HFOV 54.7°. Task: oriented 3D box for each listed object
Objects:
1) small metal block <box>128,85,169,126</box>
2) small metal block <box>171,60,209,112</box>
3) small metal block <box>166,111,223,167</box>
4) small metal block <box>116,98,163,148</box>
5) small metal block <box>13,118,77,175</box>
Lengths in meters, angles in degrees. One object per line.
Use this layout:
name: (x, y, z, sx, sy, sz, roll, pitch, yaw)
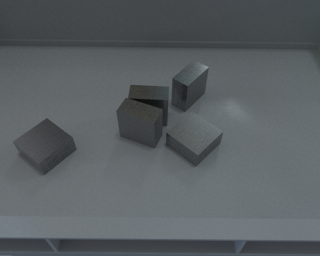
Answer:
small metal block: (-0.014, -0.030, 0.414, 0.050, 0.050, 0.025, 3, 50, 2)
small metal block: (0.042, -0.059, 0.439, 0.025, 0.050, 0.050, 32, 57, 23)
small metal block: (0.044, 0.013, 0.395, 0.050, 0.025, 0.050, 36, 58, 26)
small metal block: (-0.025, -0.006, 0.393, 0.050, 0.050, 0.025, 18, 53, 14)
small metal block: (-0.142, 0.022, 0.385, 0.050, 0.025, 0.050, 32, 57, 24)
